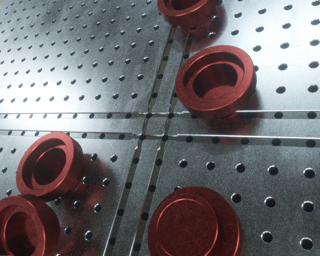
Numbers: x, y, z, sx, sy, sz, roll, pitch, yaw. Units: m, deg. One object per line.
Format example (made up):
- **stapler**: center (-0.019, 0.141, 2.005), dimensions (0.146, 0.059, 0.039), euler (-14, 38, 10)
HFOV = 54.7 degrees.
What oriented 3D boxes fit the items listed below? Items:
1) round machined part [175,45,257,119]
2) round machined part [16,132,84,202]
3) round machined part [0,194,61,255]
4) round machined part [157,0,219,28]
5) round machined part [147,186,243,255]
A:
- **round machined part**: center (0.072, -0.053, 0.391), dimensions (0.098, 0.042, 0.098), euler (-13, 56, 20)
- **round machined part**: center (-0.149, 0.058, 0.437), dimensions (0.098, 0.042, 0.098), euler (-13, 55, 20)
- **round machined part**: center (-0.165, 0.131, 0.386), dimensions (0.098, 0.042, 0.097), euler (-2, 85, 24)
- **round machined part**: center (0.049, -0.199, 0.493), dimensions (0.098, 0.042, 0.098), euler (-13, 56, 20)
- **round machined part**: center (0.031, 0.106, 0.315), dimensions (0.098, 0.042, 0.098), euler (-13, 56, 20)
